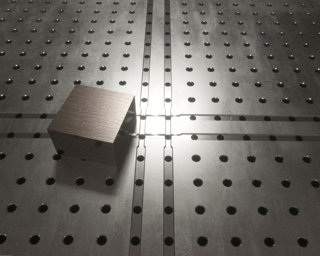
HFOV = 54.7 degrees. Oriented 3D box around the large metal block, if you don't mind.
[{"bbox_3d":[-0.081,-0.005,0.394,0.080,0.050,0.080,11,51,9],"label":"large metal block"}]
